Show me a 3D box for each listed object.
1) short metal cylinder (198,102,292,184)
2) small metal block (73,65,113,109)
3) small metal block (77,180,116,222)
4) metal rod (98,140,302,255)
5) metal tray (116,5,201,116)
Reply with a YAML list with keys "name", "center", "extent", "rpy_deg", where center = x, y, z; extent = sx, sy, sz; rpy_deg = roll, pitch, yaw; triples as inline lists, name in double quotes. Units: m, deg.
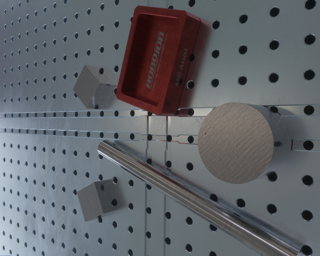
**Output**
- name: "short metal cylinder"
  center: [0.087, 0.015, 0.321]
  extent: [0.080, 0.050, 0.080]
  rpy_deg: [0, 90, 40]
- name: "small metal block"
  center: [-0.110, -0.066, 0.500]
  extent: [0.050, 0.025, 0.050]
  rpy_deg: [49, 119, 29]
- name: "small metal block"
  center: [-0.102, 0.116, 0.494]
  extent: [0.050, 0.025, 0.050]
  rpy_deg: [-32, 70, 35]
- name: "metal rod"
  center: [0.022, 0.080, 0.390]
  extent: [0.300, 0.025, 0.025]
  rpy_deg: [25, 106, 37]
- name: "metal tray"
  center: [-0.006, -0.089, 0.411]
  extent: [0.090, 0.030, 0.129]
  rpy_deg: [23, 105, 37]
